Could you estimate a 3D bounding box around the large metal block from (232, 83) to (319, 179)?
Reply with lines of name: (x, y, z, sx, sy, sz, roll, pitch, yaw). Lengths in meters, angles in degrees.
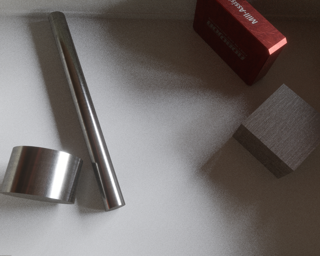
large metal block: (0.155, 0.005, 0.397, 0.080, 0.050, 0.080, -41, 76, -14)

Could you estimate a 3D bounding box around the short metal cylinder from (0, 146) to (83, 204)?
short metal cylinder: (-0.134, 0.057, 0.358, 0.080, 0.080, 0.050, 7, 70, 2)

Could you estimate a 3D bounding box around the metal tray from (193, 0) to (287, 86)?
metal tray: (0.101, -0.130, 0.423, 0.030, 0.090, 0.130, -36, 74, -12)

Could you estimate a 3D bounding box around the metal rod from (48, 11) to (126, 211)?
metal rod: (-0.105, -0.036, 0.421, 0.025, 0.025, 0.299, -19, 71, -7)
